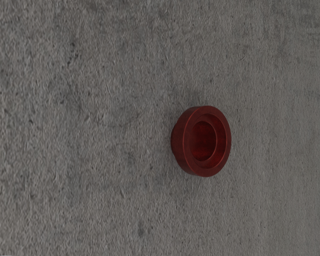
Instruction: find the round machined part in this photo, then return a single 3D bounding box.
[{"bbox_3d":[0.053,0.018,0.437,0.099,0.042,0.097,0,90,-40],"label":"round machined part"}]
